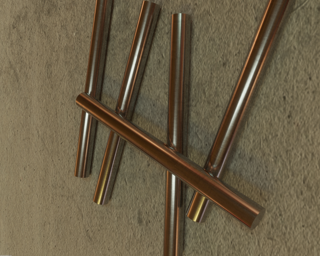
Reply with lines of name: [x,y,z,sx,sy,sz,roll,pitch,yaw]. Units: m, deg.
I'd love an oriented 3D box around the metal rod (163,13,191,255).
metal rod: [0.021,0.011,0.387,0.025,0.025,0.298,3,92,40]

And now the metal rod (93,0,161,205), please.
metal rod: [-0.052,-0.027,0.447,0.025,0.025,0.298,26,106,37]

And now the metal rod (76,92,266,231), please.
metal rod: [-0.011,0.022,0.380,0.300,0.025,0.025,32,110,35]

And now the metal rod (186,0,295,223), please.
metal rod: [0.088,-0.032,0.331,0.025,0.025,0.298,29,108,36]

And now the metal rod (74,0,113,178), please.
metal rod: [-0.106,-0.068,0.492,0.025,0.025,0.298,15,100,39]
